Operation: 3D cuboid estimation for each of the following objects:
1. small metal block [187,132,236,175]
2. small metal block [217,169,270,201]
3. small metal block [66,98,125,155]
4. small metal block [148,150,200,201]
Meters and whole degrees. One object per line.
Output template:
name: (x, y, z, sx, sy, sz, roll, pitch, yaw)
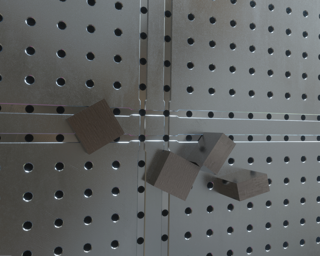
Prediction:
small metal block: (0.069, 0.034, 0.426, 0.025, 0.050, 0.050, 39, 77, -17)
small metal block: (0.119, 0.081, 0.445, 0.050, 0.050, 0.025, -13, 95, -20)
small metal block: (-0.080, -0.002, 0.384, 0.050, 0.025, 0.050, -32, 101, -18)
small metal block: (0.020, 0.064, 0.421, 0.050, 0.025, 0.050, 29, 81, -18)
